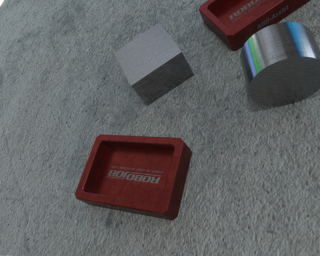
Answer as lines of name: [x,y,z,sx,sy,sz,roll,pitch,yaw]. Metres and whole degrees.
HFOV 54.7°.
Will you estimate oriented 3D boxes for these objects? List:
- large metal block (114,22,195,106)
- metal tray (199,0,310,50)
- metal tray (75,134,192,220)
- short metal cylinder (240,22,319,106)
large metal block: [-0.009,-0.093,0.450,0.080,0.050,0.080,-33,52,6]
metal tray: [0.133,-0.178,0.440,0.130,0.030,0.090,-34,51,5]
metal tray: [-0.034,0.056,0.383,0.130,0.030,0.090,2,62,29]
short metal cylinder: [0.133,-0.067,0.340,0.080,0.080,0.050,-15,56,19]
